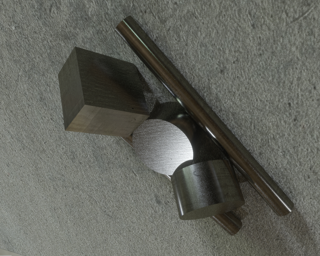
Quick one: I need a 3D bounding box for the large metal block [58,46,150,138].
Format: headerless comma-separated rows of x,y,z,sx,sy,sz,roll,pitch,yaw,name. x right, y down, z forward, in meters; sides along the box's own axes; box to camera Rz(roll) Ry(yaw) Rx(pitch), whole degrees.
-0.067,-0.039,0.364,0.050,0.081,0.080,-42,53,39,large metal block

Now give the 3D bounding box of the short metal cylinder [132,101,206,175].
0.012,0.013,0.393,0.080,0.050,0.079,13,124,21,short metal cylinder

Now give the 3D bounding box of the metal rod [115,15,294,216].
0.057,-0.010,0.372,0.300,0.025,0.025,48,129,-6,metal rod

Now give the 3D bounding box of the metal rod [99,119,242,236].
-0.004,0.043,0.436,0.300,0.025,0.025,42,129,-1,metal rod

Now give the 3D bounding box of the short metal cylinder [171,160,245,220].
0.058,0.078,0.383,0.080,0.081,0.050,-36,56,38,short metal cylinder
